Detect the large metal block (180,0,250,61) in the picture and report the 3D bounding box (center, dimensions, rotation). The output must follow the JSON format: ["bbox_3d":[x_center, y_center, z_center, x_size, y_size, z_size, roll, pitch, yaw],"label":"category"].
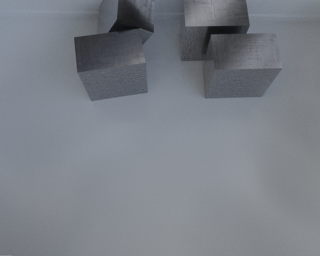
[{"bbox_3d":[0.071,-0.137,0.431,0.081,0.080,0.050,-1,70,-1],"label":"large metal block"}]

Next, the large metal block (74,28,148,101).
[{"bbox_3d":[-0.061,-0.080,0.409,0.081,0.080,0.050,-9,71,-4],"label":"large metal block"}]

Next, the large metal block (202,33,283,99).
[{"bbox_3d":[0.104,-0.080,0.411,0.081,0.080,0.050,-2,70,-1],"label":"large metal block"}]

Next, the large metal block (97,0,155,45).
[{"bbox_3d":[-0.049,-0.151,0.428,0.050,0.080,0.080,12,67,-28],"label":"large metal block"}]
